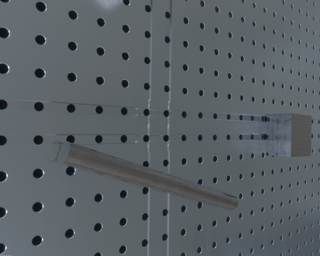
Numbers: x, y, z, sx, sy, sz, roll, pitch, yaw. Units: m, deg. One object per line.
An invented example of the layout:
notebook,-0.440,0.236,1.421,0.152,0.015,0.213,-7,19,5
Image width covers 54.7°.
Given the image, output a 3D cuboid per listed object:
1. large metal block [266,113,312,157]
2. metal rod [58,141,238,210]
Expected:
large metal block,0.252,0.014,0.605,0.081,0.050,0.080,3,88,-40
metal rod,0.008,0.074,0.416,0.302,0.025,0.025,24,75,-38
